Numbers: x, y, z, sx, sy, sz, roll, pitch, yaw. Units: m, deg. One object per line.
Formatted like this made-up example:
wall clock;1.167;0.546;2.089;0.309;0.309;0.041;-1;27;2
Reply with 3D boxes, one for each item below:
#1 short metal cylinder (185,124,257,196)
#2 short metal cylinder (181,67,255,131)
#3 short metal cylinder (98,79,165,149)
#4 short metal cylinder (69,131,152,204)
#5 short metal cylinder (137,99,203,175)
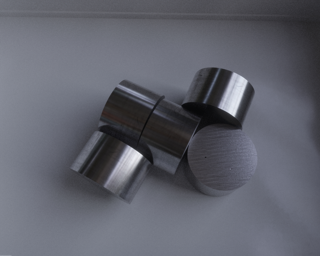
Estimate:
short metal cylinder;0.072;0.040;0.380;0.081;0.050;0.080;0;70;0
short metal cylinder;0.072;-0.032;0.391;0.080;0.080;0.050;22;72;7
short metal cylinder;-0.034;-0.013;0.383;0.050;0.080;0.080;24;72;8
short metal cylinder;-0.056;0.047;0.361;0.080;0.080;0.050;28;72;9
short metal cylinder;0.012;0.011;0.375;0.050;0.080;0.080;25;72;8
